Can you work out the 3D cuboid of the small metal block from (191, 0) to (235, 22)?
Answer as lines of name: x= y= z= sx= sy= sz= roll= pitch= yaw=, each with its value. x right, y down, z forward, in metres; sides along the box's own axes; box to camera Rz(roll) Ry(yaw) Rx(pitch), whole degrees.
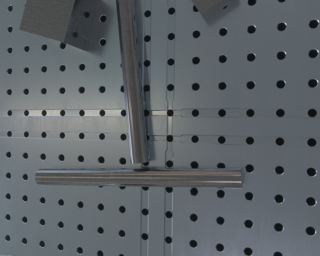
small metal block: x=0.063 y=-0.173 z=0.390 sx=0.050 sy=0.025 sz=0.050 roll=-33 pitch=79 yaw=17

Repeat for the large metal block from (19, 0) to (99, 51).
large metal block: x=-0.146 y=-0.166 z=0.451 sx=0.080 sy=0.050 sz=0.080 roll=20 pitch=97 yaw=19

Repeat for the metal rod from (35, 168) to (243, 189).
metal rod: x=-0.042 y=0.068 z=0.427 sx=0.301 sy=0.025 sz=0.025 roll=-3 pitch=89 yaw=19

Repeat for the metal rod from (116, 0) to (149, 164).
metal rod: x=-0.041 y=-0.101 z=0.427 sx=0.025 sy=0.025 sz=0.298 roll=-6 pitch=88 yaw=20
